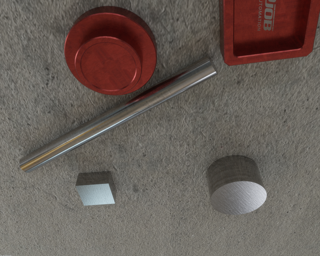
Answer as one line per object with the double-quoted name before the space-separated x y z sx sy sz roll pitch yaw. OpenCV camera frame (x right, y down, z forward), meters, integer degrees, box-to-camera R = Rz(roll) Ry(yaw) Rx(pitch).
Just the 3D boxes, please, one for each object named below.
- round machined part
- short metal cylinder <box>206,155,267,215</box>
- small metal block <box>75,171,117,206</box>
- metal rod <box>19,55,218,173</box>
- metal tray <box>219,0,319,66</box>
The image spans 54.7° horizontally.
"round machined part" -0.052 -0.075 0.332 0.099 0.042 0.097 -1 130 0
"short metal cylinder" 0.113 0.087 0.466 0.081 0.050 0.079 0 130 0
"small metal block" -0.099 0.095 0.487 0.050 0.025 0.050 -5 130 3
"metal rod" -0.067 -0.009 0.398 0.300 0.025 0.025 -26 126 20
"metal tray" 0.104 -0.128 0.296 0.090 0.030 0.129 -7 130 5
